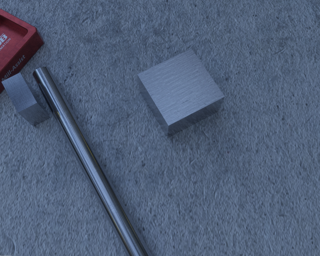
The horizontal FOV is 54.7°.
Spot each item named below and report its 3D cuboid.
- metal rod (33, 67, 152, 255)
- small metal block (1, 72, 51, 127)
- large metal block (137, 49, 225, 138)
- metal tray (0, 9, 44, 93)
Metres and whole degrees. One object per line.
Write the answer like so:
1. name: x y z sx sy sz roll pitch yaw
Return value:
1. metal rod: -0.089 0.043 0.391 0.025 0.025 0.299 -29 73 -10
2. small metal block: -0.174 -0.036 0.406 0.025 0.050 0.050 -31 73 -11
3. large metal block: 0.026 -0.045 0.412 0.080 0.050 0.080 -27 73 -10
4. metal tray: -0.244 -0.105 0.440 0.090 0.030 0.130 29 72 10
